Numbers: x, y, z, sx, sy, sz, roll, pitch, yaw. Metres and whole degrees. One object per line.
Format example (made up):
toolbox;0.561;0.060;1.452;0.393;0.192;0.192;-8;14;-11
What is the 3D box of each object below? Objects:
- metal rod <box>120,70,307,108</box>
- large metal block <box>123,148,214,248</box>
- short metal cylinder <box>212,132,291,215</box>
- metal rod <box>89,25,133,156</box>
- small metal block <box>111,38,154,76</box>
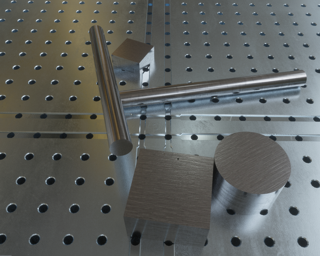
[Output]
metal rod;0.069;-0.057;0.456;0.302;0.025;0.025;-8;51;-7
large metal block;0.012;0.073;0.330;0.080;0.050;0.080;7;50;5
short metal cylinder;0.099;0.051;0.350;0.081;0.050;0.080;0;50;0
metal rod;-0.077;-0.075;0.441;0.025;0.025;0.300;-11;42;-9
small metal block;-0.043;-0.117;0.505;0.050;0.025;0.050;21;53;16
